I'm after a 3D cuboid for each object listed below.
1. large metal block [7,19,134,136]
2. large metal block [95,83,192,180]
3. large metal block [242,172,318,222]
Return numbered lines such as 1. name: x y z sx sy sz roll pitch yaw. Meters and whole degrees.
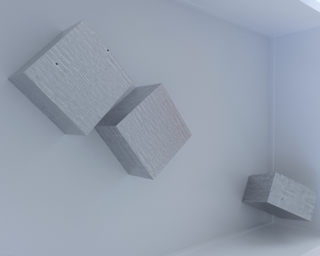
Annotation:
1. large metal block: -0.088 -0.049 0.318 0.080 0.050 0.080 51 60 -28
2. large metal block: -0.019 0.003 0.376 0.080 0.050 0.080 -47 118 -30
3. large metal block: 0.199 0.116 0.523 0.080 0.080 0.050 25 73 -8
